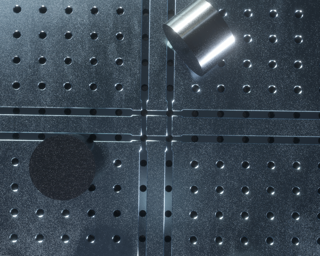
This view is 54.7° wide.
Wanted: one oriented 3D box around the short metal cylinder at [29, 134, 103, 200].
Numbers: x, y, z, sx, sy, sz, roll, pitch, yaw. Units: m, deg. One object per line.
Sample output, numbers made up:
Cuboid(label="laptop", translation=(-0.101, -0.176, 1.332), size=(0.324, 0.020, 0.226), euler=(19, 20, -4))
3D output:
Cuboid(label="short metal cylinder", translation=(-0.118, 0.048, 0.400), size=(0.081, 0.050, 0.079), euler=(0, 90, 0))

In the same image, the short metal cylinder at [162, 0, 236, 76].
Cuboid(label="short metal cylinder", translation=(0.048, -0.112, 0.386), size=(0.050, 0.080, 0.080), euler=(-39, 90, 0))
